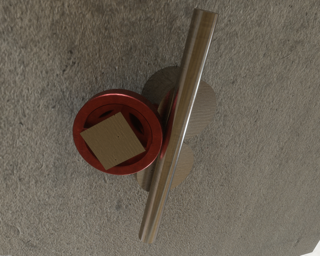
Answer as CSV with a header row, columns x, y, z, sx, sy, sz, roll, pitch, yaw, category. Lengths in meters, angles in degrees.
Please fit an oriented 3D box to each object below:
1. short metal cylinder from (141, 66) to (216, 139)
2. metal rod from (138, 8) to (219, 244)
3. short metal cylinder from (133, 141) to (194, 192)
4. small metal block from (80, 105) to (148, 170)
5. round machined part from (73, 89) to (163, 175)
x,y,z,sx,sy,sz,roll,pitch,yaw,category
0.022,-0.031,0.385,0.081,0.050,0.079,-14,124,-21,short metal cylinder
0.014,0.018,0.363,0.025,0.025,0.298,-1,119,-28,metal rod
-0.002,0.039,0.415,0.081,0.050,0.079,-14,123,-21,short metal cylinder
-0.049,0.010,0.335,0.050,0.025,0.050,-27,108,13,small metal block
-0.046,0.002,0.357,0.099,0.042,0.097,1,112,2,round machined part
